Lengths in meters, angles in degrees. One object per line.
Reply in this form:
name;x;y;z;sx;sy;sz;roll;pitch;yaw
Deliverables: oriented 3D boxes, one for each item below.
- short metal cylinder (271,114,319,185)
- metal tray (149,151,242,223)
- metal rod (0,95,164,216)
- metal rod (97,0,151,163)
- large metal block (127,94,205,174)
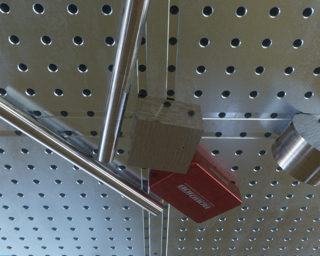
short metal cylinder;0.194;0.027;0.400;0.081;0.080;0.050;14;129;-12
metal tray;0.057;0.096;0.491;0.090;0.030;0.130;-34;123;25
metal rod;-0.104;0.053;0.455;0.025;0.025;0.301;-34;123;25
metal rod;-0.041;-0.069;0.352;0.025;0.025;0.298;11;129;-10
large metal block;0.004;0.010;0.403;0.081;0.050;0.079;10;130;-9
